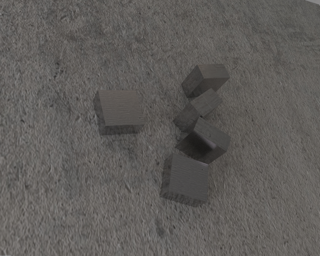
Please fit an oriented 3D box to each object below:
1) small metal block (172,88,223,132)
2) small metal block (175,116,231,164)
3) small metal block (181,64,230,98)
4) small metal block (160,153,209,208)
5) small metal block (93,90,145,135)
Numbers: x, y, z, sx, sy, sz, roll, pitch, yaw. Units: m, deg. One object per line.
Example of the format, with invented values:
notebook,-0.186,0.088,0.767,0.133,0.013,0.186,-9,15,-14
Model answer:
small metal block,0.052,-0.023,0.430,0.050,0.050,0.025,-35,82,-38
small metal block,0.056,0.019,0.406,0.050,0.050,0.025,32,52,-7
small metal block,0.068,-0.071,0.467,0.050,0.050,0.025,-8,66,-32
small metal block,0.030,0.064,0.381,0.050,0.025,0.050,20,54,-17
small metal block,-0.052,-0.020,0.387,0.050,0.025,0.050,-3,63,-29
